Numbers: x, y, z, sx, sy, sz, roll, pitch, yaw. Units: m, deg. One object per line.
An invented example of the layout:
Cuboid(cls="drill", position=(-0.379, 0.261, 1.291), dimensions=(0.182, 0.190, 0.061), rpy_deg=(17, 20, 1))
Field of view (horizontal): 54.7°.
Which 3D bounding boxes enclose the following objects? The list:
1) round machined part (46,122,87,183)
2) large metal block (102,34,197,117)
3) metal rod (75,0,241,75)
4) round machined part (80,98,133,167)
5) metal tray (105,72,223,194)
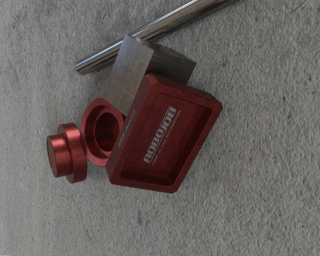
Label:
Cuboid(cls="round machined part", position=(-0.153, 0.042, 0.498), dimensions=(0.098, 0.042, 0.097), rpy_deg=(29, 125, 55))
Cuboid(cls="large metal block", position=(-0.012, -0.059, 0.379), dimensions=(0.050, 0.081, 0.079), rpy_deg=(38, 113, 33))
Cuboid(cls="metal rod", position=(-0.015, -0.127, 0.417), dimensions=(0.300, 0.025, 0.025), rpy_deg=(-14, 81, 39))
Cuboid(cls="round machined part", position=(-0.069, 0.006, 0.451), dimensions=(0.098, 0.042, 0.097), rpy_deg=(0, 90, 40))
Cuboid(cls="metal tray", position=(0.003, 0.011, 0.357), dimensions=(0.129, 0.091, 0.030), rpy_deg=(-64, 29, 20))
